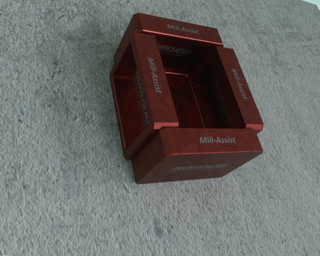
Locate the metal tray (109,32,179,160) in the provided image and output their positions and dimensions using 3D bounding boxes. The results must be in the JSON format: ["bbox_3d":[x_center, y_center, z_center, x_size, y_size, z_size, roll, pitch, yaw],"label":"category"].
[{"bbox_3d":[-0.025,-0.037,0.374,0.030,0.090,0.130,1,61,-28],"label":"metal tray"}]

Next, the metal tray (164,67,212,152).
[{"bbox_3d":[0.016,-0.023,0.426,0.091,0.030,0.130,1,61,-28],"label":"metal tray"}]

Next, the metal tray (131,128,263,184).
[{"bbox_3d":[0.043,0.034,0.367,0.131,0.090,0.030,1,62,-28],"label":"metal tray"}]

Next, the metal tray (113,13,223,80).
[{"bbox_3d":[0.011,-0.107,0.436,0.131,0.090,0.030,1,62,-28],"label":"metal tray"}]

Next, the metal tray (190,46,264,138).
[{"bbox_3d":[0.083,-0.036,0.432,0.030,0.090,0.130,1,61,-28],"label":"metal tray"}]
